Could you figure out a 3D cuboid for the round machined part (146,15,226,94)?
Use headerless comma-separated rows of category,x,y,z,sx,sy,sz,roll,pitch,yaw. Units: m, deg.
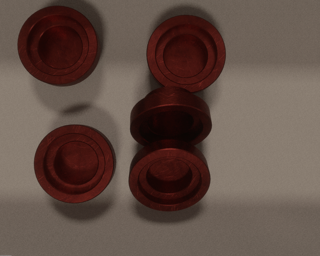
round machined part,0.032,-0.092,0.403,0.099,0.042,0.097,0,90,-1

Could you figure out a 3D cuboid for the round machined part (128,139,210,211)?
round machined part,0.011,0.055,0.390,0.099,0.042,0.097,-1,120,-1

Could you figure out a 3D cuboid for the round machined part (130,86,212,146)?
round machined part,0.013,-0.014,0.385,0.099,0.098,0.042,-3,55,-1

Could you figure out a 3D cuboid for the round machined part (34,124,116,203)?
round machined part,-0.106,0.044,0.402,0.099,0.042,0.097,0,90,-1

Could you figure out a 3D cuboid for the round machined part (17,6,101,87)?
round machined part,-0.126,-0.102,0.401,0.099,0.042,0.097,0,90,-1
